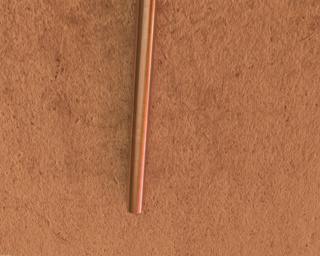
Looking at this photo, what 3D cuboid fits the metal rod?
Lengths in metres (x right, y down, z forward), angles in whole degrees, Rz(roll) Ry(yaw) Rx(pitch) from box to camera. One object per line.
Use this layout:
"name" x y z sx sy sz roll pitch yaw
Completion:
"metal rod" -0.025 -0.022 0.401 0.025 0.025 0.298 4 110 -2
